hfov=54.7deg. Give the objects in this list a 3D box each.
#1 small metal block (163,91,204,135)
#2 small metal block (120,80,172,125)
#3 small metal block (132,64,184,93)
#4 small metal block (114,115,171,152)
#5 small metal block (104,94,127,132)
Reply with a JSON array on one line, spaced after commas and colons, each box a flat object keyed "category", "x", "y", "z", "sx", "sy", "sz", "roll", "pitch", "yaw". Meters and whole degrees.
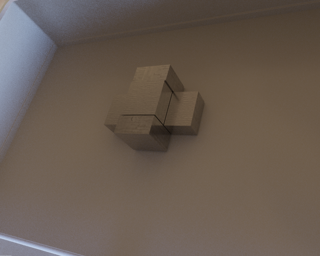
[{"category": "small metal block", "x": 0.026, "y": -0.019, "z": 0.402, "sx": 0.050, "sy": 0.025, "sz": 0.050, "roll": 1, "pitch": 62, "yaw": 28}, {"category": "small metal block", "x": -0.017, "y": -0.032, "z": 0.399, "sx": 0.050, "sy": 0.025, "sz": 0.050, "roll": 1, "pitch": 62, "yaw": 28}, {"category": "small metal block", "x": -0.001, "y": -0.059, "z": 0.424, "sx": 0.050, "sy": 0.050, "sz": 0.025, "roll": 1, "pitch": 62, "yaw": 28}, {"category": "small metal block", "x": -0.021, "y": 0.007, "z": 0.393, "sx": 0.050, "sy": 0.050, "sz": 0.025, "roll": 1, "pitch": 62, "yaw": 28}, {"category": "small metal block", "x": -0.045, "y": -0.021, "z": 0.439, "sx": 0.050, "sy": 0.025, "sz": 0.050, "roll": 1, "pitch": 62, "yaw": 28}]
